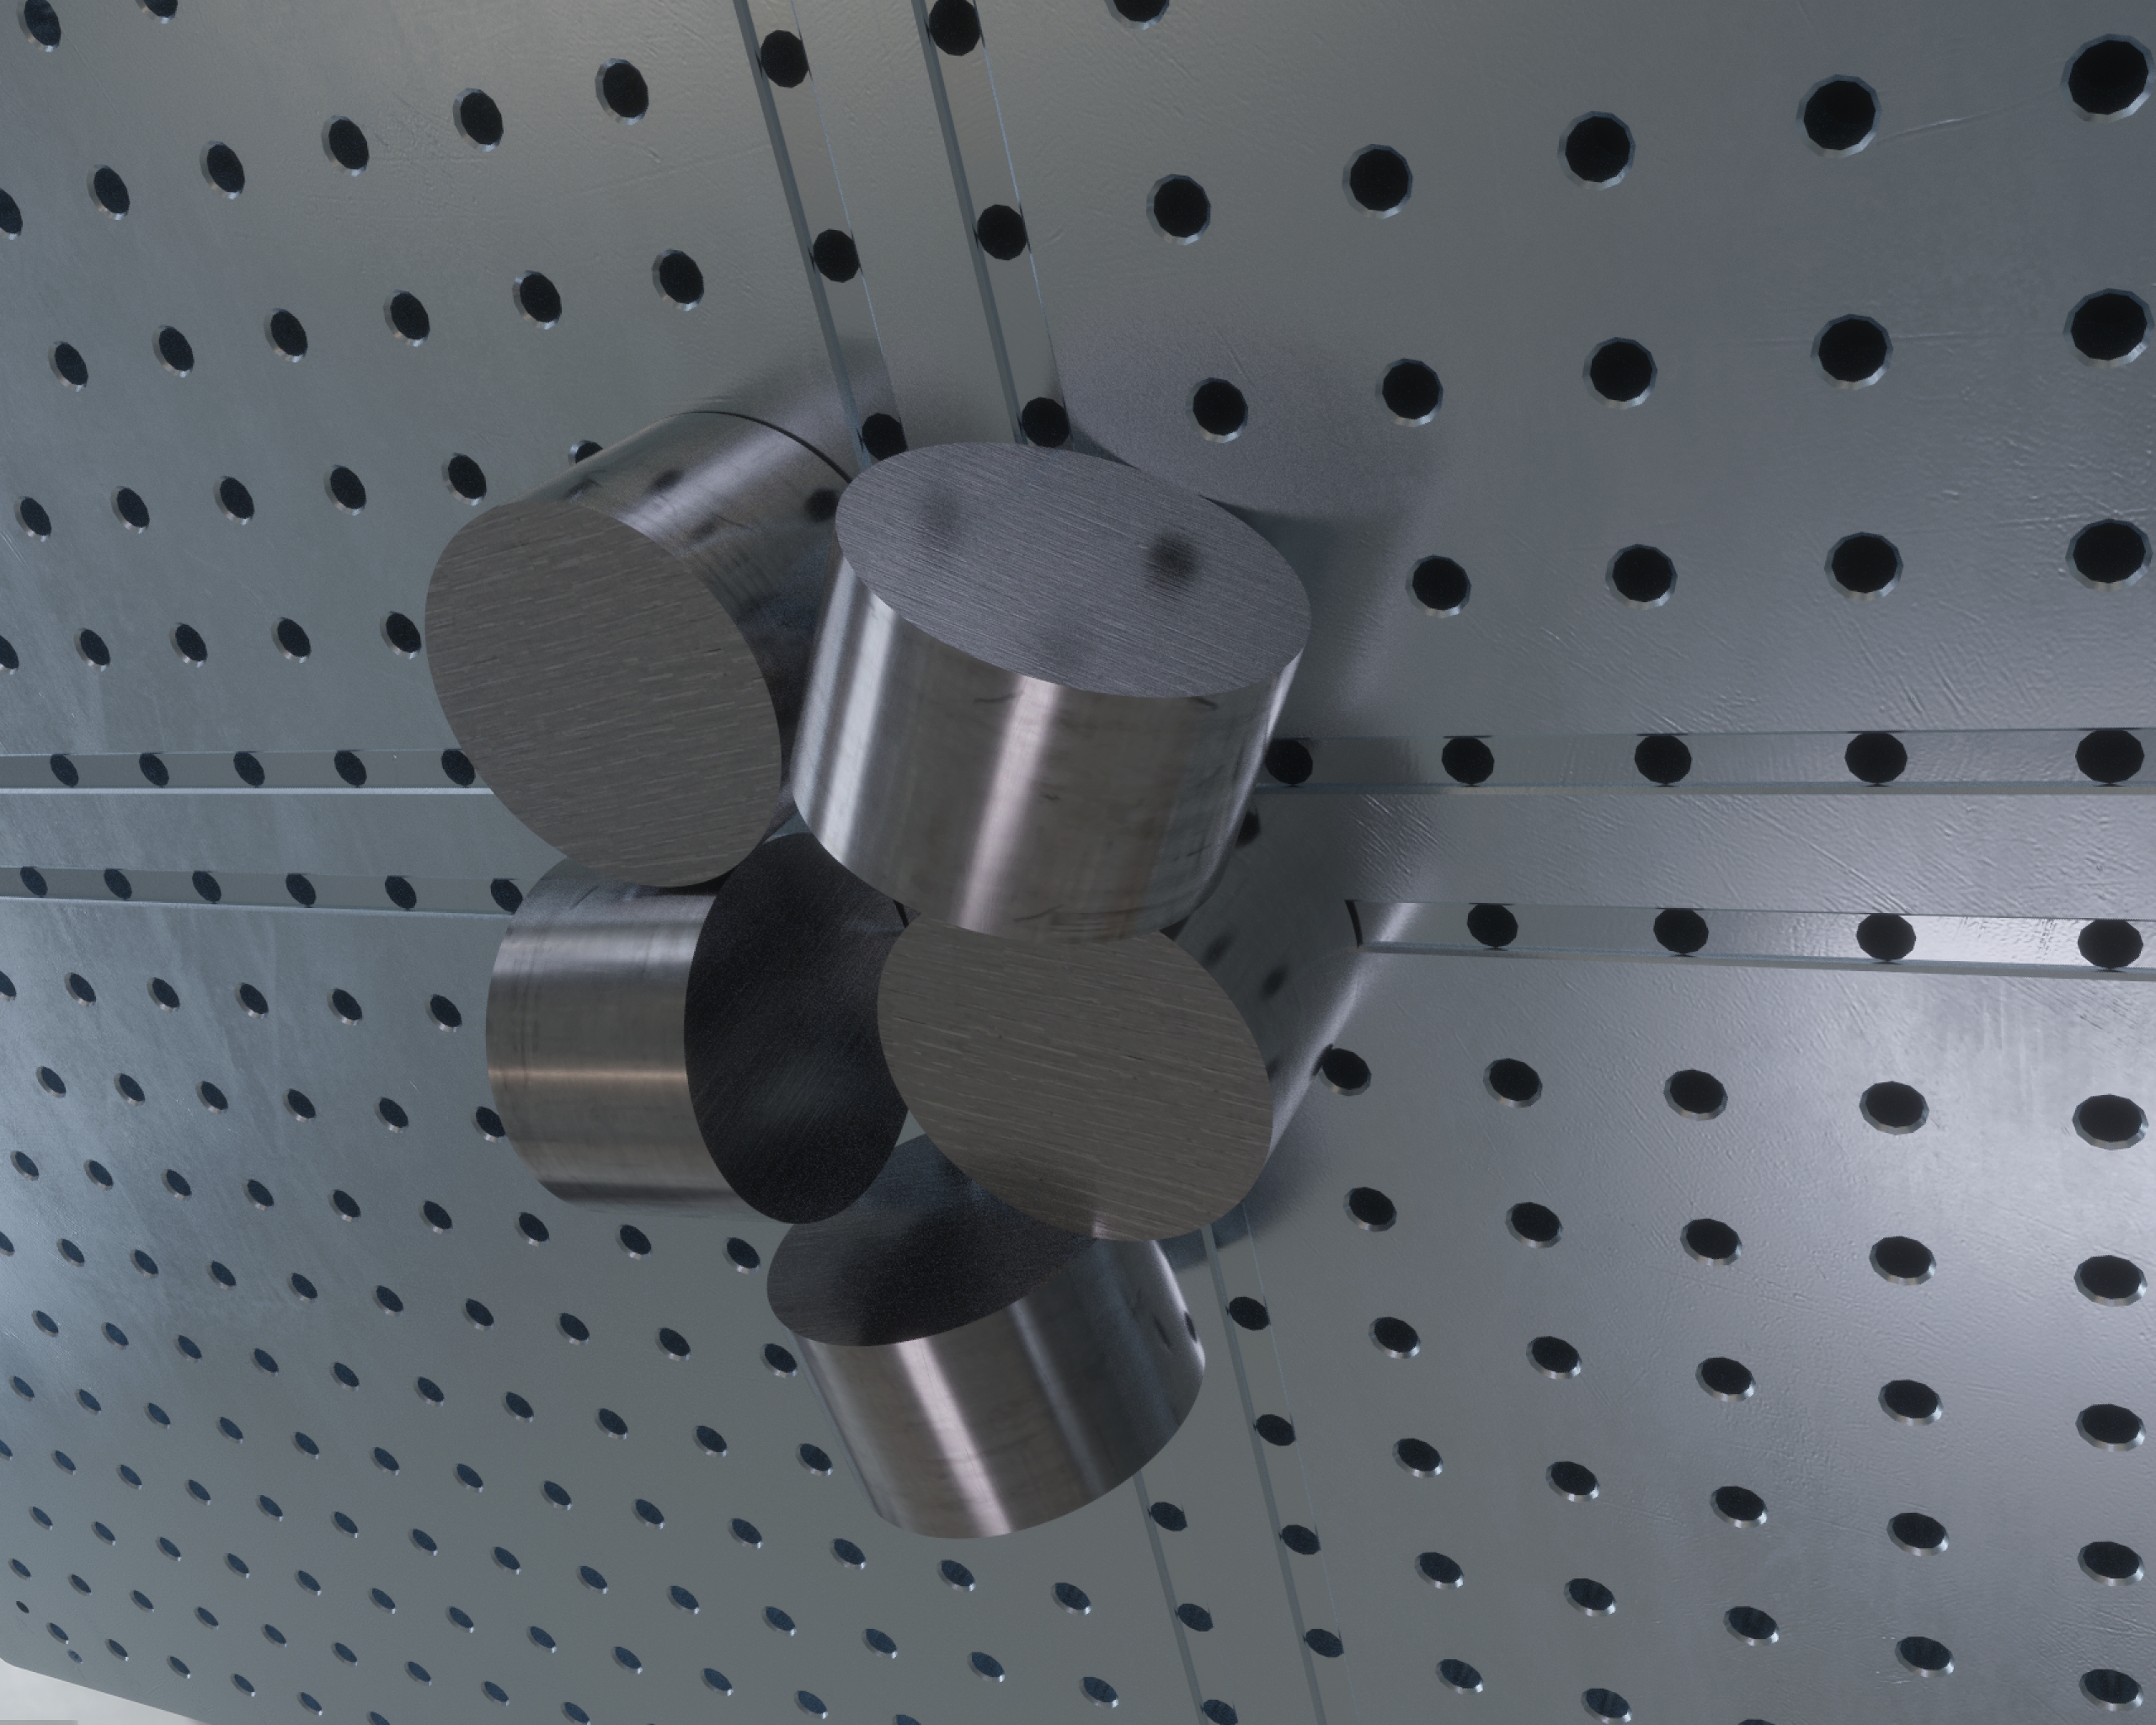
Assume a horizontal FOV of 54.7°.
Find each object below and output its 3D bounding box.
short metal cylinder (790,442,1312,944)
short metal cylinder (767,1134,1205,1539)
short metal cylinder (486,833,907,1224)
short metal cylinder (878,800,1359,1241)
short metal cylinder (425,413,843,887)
[{"bbox_3d":[-0.006,-0.031,0.360,0.080,0.080,0.050,25,127,12],"label":"short metal cylinder"},{"bbox_3d":[-0.019,0.096,0.444,0.080,0.080,0.050,-6,116,31],"label":"short metal cylinder"},{"bbox_3d":[-0.076,0.035,0.438,0.050,0.080,0.080,-3,117,29],"label":"short metal cylinder"},{"bbox_3d":[0.009,0.026,0.407,0.080,0.050,0.079,13,124,20],"label":"short metal cylinder"},{"bbox_3d":[-0.079,-0.042,0.410,0.080,0.050,0.079,14,125,21],"label":"short metal cylinder"}]
